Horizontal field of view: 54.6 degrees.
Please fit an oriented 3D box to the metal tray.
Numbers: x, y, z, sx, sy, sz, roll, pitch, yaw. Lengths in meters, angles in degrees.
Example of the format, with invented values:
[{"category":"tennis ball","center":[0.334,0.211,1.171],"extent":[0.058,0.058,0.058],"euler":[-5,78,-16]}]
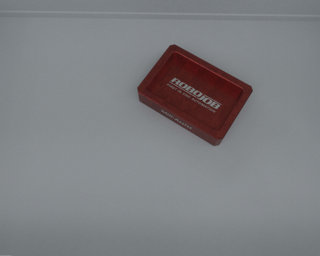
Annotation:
[{"category":"metal tray","center":[0.047,-0.047,0.424],"extent":[0.130,0.030,0.090],"euler":[32,73,11]}]
